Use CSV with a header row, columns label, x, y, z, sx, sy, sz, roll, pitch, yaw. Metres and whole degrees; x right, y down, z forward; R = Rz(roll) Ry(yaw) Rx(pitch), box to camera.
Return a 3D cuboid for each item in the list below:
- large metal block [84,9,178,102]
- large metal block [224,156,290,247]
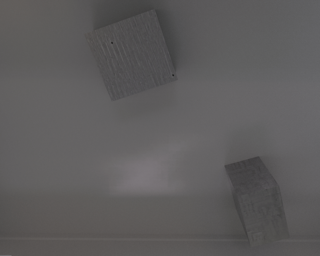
label,x,y,z,sx,sy,sz,roll,pitch,yaw
large metal block,-0.031,-0.087,0.366,0.080,0.050,0.080,-18,109,6
large metal block,0.129,0.097,0.419,0.050,0.080,0.080,-16,109,6
